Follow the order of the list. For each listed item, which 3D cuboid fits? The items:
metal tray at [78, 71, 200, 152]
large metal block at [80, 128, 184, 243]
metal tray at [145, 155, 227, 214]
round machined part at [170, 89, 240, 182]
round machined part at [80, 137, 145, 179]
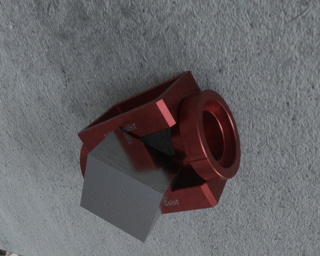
[{"bbox_3d":[-0.025,-0.018,0.368,0.130,0.090,0.030,-19,108,35],"label":"metal tray"},{"bbox_3d":[-0.032,0.060,0.325,0.080,0.050,0.079,26,128,11],"label":"large metal block"},{"bbox_3d":[0.021,0.067,0.394,0.130,0.090,0.030,-19,109,35],"label":"metal tray"},{"bbox_3d":[0.048,0.010,0.341,0.042,0.098,0.098,-17,110,34],"label":"round machined part"},{"bbox_3d":[-0.055,0.044,0.415,0.042,0.098,0.098,-17,110,34],"label":"round machined part"}]
